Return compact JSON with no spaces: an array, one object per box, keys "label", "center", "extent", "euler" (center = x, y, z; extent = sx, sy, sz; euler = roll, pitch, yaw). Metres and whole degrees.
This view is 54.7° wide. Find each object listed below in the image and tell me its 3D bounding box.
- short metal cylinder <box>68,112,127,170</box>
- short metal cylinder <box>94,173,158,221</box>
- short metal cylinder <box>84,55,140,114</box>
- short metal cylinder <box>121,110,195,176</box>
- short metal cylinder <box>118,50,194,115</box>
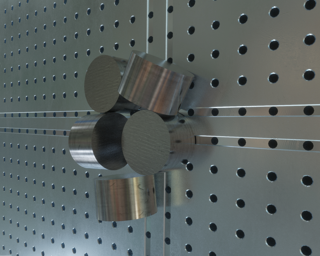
[{"label":"short metal cylinder","center":[-0.081,0.019,0.442],"extent":[0.050,0.081,0.080],"euler":[-3,88,39]},{"label":"short metal cylinder","center":[-0.045,0.088,0.410],"extent":[0.080,0.081,0.050],"euler":[-8,86,40]},{"label":"short metal cylinder","center":[-0.064,-0.061,0.445],"extent":[0.080,0.050,0.079],"euler":[0,91,41]},{"label":"short metal cylinder","center":[-0.003,0.018,0.396],"extent":[0.080,0.050,0.079],"euler":[1,91,39]},{"label":"short metal cylinder","center":[-0.005,-0.056,0.378],"extent":[0.080,0.081,0.050],"euler":[35,111,34]}]
